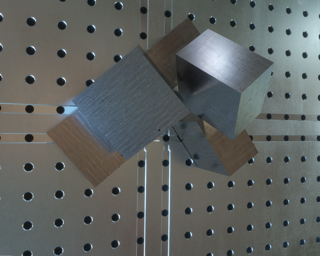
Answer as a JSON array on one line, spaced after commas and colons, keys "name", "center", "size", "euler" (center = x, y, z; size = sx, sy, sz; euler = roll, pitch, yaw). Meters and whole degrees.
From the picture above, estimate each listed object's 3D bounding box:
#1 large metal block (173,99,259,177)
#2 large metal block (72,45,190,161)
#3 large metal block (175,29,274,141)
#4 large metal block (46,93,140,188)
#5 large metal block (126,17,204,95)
[{"name": "large metal block", "center": [0.069, 0.011, 0.408], "size": [0.050, 0.080, 0.080], "euler": [-36, 102, -17]}, {"name": "large metal block", "center": [-0.028, -0.028, 0.320], "size": [0.080, 0.050, 0.080], "euler": [-38, 104, 10]}, {"name": "large metal block", "center": [0.065, -0.046, 0.333], "size": [0.080, 0.080, 0.050], "euler": [38, 68, 27]}, {"name": "large metal block", "center": [-0.076, 0.011, 0.371], "size": [0.080, 0.050, 0.080], "euler": [-41, 104, -16]}, {"name": "large metal block", "center": [0.006, -0.081, 0.385], "size": [0.080, 0.080, 0.050], "euler": [-43, 104, -15]}]
